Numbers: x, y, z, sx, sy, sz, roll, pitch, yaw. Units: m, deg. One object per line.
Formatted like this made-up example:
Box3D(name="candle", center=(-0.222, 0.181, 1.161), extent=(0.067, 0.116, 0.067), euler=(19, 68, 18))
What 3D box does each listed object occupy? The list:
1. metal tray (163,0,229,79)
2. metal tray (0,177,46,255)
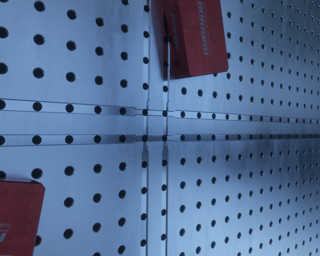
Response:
Box3D(name="metal tray", center=(0.054, -0.142, 0.453), extent=(0.091, 0.030, 0.129), euler=(-16, 100, -39))
Box3D(name="metal tray", center=(-0.174, 0.085, 0.261), extent=(0.131, 0.030, 0.090), euler=(14, 81, -39))
